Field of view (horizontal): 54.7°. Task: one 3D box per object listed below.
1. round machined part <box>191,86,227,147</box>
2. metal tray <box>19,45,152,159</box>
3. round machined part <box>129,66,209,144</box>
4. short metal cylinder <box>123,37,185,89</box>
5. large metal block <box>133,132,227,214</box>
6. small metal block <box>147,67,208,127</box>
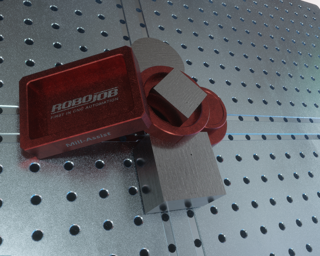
[{"bbox_3d":[0.054,-0.020,0.436,0.099,0.042,0.098,14,56,-21],"label":"round machined part"},{"bbox_3d":[-0.082,-0.028,0.331,0.131,0.030,0.090,-16,65,5],"label":"metal tray"},{"bbox_3d":[0.008,-0.024,0.379,0.099,0.042,0.098,14,56,-21],"label":"round machined part"},{"bbox_3d":[-0.013,-0.078,0.432,0.081,0.050,0.080,14,56,-21],"label":"short metal cylinder"},{"bbox_3d":[0.021,0.051,0.368,0.081,0.050,0.080,1,62,-28],"label":"large metal block"},{"bbox_3d":[0.019,-0.036,0.361,0.050,0.025,0.050,41,51,0],"label":"small metal block"}]
